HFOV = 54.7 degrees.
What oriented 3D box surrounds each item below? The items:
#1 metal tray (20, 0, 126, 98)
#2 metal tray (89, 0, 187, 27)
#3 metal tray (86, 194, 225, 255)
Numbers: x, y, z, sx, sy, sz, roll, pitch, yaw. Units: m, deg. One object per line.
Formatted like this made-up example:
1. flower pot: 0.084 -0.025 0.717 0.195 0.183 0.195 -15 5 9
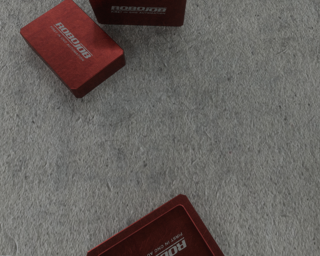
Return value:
1. metal tray: -0.125 -0.117 0.447 0.090 0.030 0.130 -41 75 -14
2. metal tray: -0.030 -0.180 0.436 0.131 0.090 0.030 2 81 0
3. metal tray: -0.004 0.147 0.351 0.131 0.030 0.090 -30 73 -11
